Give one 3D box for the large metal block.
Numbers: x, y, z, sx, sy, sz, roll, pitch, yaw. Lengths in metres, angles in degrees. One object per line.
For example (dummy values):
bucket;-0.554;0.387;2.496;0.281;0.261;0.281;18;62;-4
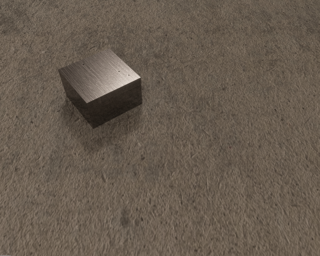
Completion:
large metal block;-0.082;-0.057;0.434;0.081;0.050;0.080;-30;57;-23
